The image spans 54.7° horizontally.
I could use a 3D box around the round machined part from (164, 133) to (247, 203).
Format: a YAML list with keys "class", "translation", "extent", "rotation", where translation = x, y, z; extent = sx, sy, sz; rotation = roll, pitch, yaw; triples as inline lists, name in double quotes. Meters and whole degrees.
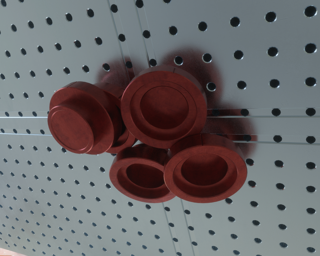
- class: "round machined part"
  translation: [0.054, 0.045, 0.383]
  extent: [0.099, 0.042, 0.097]
  rotation: [1, 127, 1]

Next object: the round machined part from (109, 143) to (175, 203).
- class: "round machined part"
  translation: [-0.018, 0.059, 0.433]
  extent: [0.099, 0.042, 0.097]
  rotation: [7, 133, 8]

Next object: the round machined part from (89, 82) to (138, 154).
- class: "round machined part"
  translation: [-0.065, -0.017, 0.422]
  extent: [0.098, 0.042, 0.097]
  rotation: [13, 124, 20]

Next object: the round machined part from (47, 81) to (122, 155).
- class: "round machined part"
  translation: [-0.102, -0.006, 0.393]
  extent: [0.098, 0.042, 0.097]
  rotation: [13, 124, 20]

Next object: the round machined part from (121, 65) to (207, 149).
- class: "round machined part"
  translation: [0.006, -0.027, 0.367]
  extent: [0.099, 0.042, 0.097]
  rotation: [4, 119, 7]
